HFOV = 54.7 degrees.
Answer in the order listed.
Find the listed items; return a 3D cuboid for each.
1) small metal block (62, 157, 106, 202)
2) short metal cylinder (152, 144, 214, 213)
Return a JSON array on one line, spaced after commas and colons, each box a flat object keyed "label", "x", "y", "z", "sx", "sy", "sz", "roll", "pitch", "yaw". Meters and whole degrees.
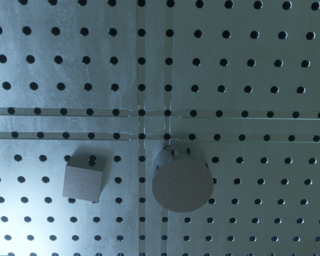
[{"label": "small metal block", "x": -0.108, "y": 0.074, "z": 0.439, "sx": 0.050, "sy": 0.025, "sz": 0.050, "roll": 11, "pitch": 110, "yaw": -5}, {"label": "short metal cylinder", "x": 0.030, "y": 0.068, "z": 0.426, "sx": 0.081, "sy": 0.050, "sz": 0.079, "roll": 0, "pitch": 110, "yaw": -1}]
